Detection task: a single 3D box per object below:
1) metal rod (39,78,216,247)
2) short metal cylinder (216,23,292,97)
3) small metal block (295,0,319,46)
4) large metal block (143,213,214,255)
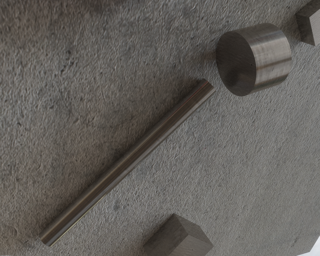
[{"bbox_3d":[-0.044,0.046,0.412,0.300,0.025,0.025,-43,130,1],"label":"metal rod"},{"bbox_3d":[0.113,-0.084,0.383,0.050,0.080,0.079,-19,126,-18],"label":"short metal cylinder"},{"bbox_3d":[0.224,-0.154,0.437,0.050,0.025,0.050,-40,130,-2],"label":"small metal block"},{"bbox_3d":[0.032,0.205,0.538,0.080,0.050,0.080,-48,129,5],"label":"large metal block"}]
